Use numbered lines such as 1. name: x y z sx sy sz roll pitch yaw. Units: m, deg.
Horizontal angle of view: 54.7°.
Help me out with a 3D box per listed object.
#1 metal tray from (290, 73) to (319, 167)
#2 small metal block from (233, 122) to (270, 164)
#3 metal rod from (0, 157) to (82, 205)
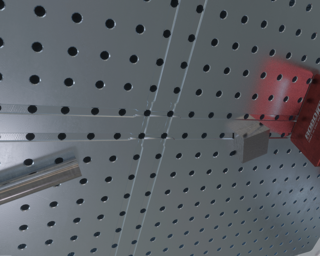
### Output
1. metal tray: 0.267 -0.013 0.503 0.030 0.090 0.129 4 118 -10
2. small metal block: 0.149 0.024 0.508 0.050 0.025 0.050 -19 126 -17
3. metal rod: -0.237 0.094 0.339 0.302 0.025 0.025 -18 126 -18
